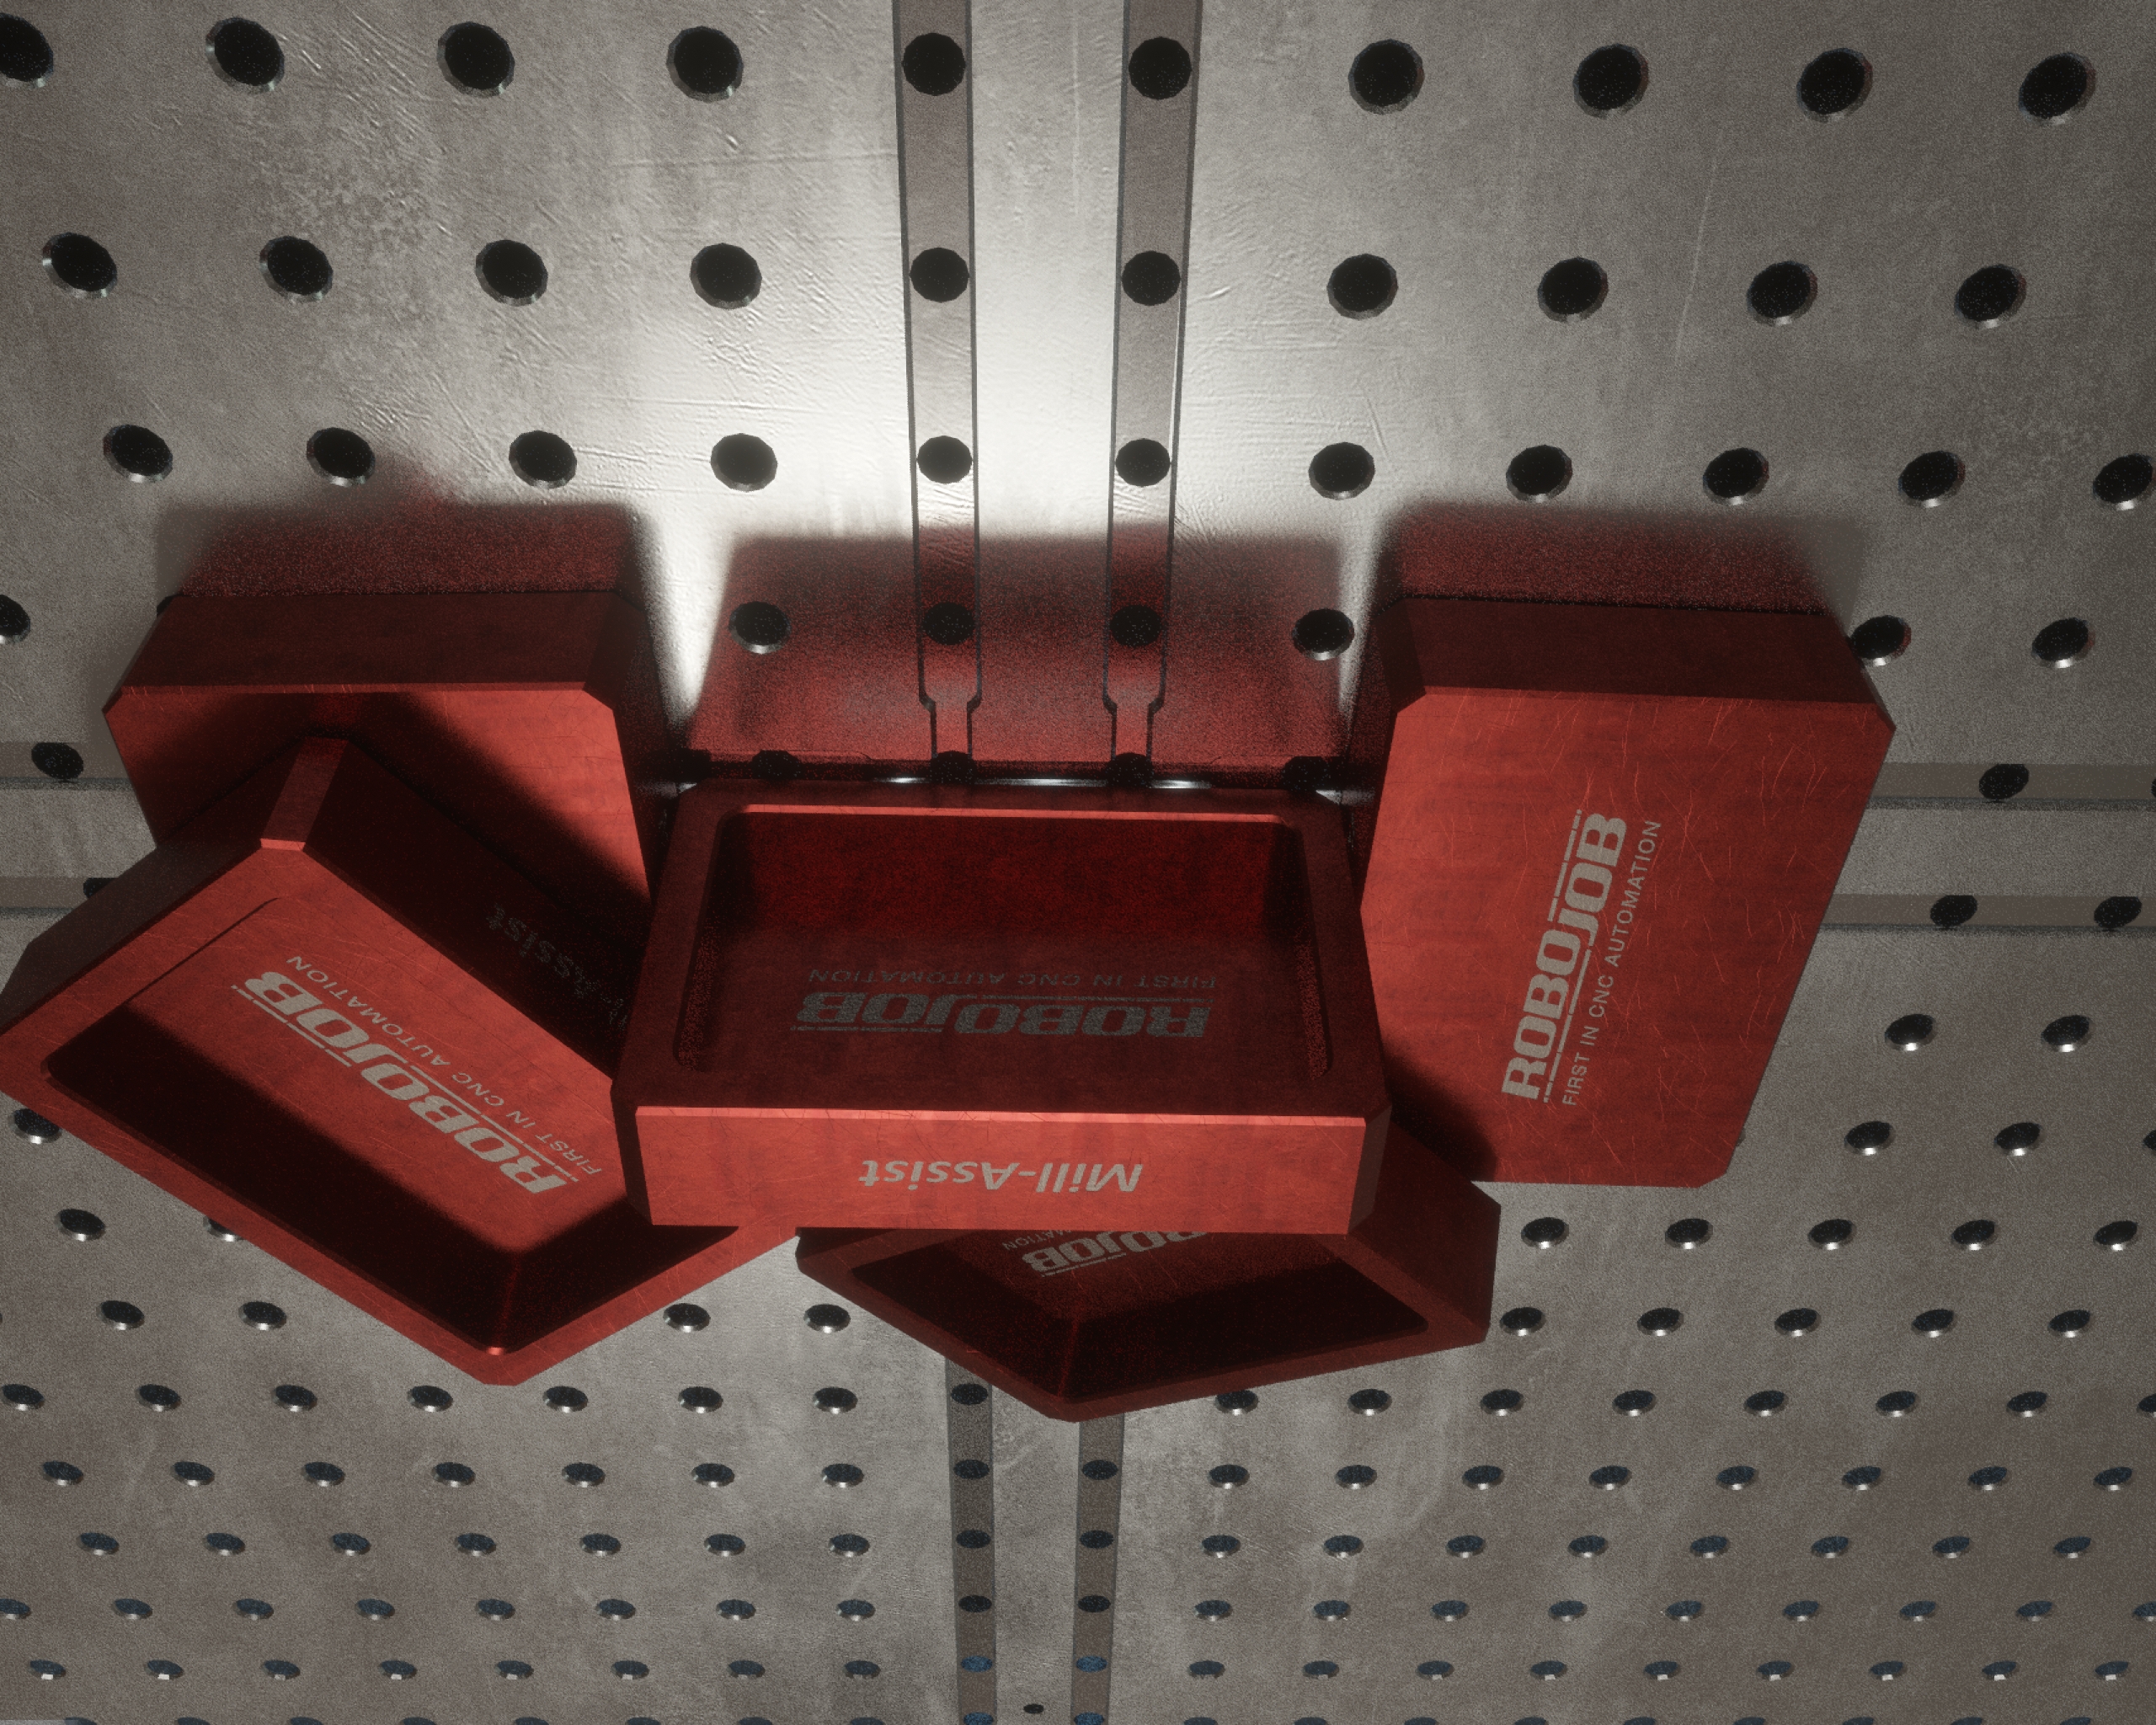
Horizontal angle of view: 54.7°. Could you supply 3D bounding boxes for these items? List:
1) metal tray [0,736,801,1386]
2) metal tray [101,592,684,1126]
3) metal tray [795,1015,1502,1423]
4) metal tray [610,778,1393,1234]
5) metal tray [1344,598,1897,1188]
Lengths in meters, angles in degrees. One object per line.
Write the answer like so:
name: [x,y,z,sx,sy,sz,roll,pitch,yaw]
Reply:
metal tray: [-0.127,0.044,0.403,0.090,0.030,0.130,-31,125,23]
metal tray: [-0.125,0.009,0.414,0.091,0.030,0.129,-1,131,0]
metal tray: [0.013,0.082,0.454,0.130,0.030,0.090,-24,129,40]
metal tray: [-0.013,0.024,0.388,0.131,0.090,0.030,1,130,-2]
metal tray: [0.097,0.011,0.418,0.091,0.030,0.129,2,130,-3]
